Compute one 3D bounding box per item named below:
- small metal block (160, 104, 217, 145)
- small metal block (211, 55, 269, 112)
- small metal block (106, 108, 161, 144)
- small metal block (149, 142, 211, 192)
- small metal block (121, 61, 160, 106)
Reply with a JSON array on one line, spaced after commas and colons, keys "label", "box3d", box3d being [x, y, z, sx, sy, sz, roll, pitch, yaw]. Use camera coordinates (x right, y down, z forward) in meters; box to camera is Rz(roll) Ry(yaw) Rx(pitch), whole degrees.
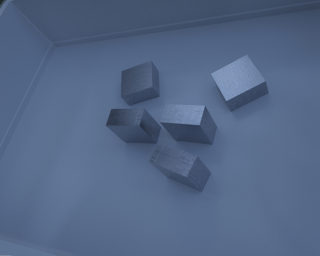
[{"label": "small metal block", "box3d": [0.035, -0.004, 0.373, 0.050, 0.050, 0.025, 5, 64, 30]}, {"label": "small metal block", "box3d": [0.099, -0.056, 0.388, 0.050, 0.025, 0.050, -27, 52, 10]}, {"label": "small metal block", "box3d": [-0.034, -0.002, 0.407, 0.050, 0.050, 0.025, 0, 62, 28]}, {"label": "small metal block", "box3d": [0.023, 0.044, 0.349, 0.050, 0.050, 0.025, 18, 72, 34]}, {"label": "small metal block", "box3d": [-0.029, -0.066, 0.460, 0.050, 0.025, 0.050, -15, 56, 19]}]
